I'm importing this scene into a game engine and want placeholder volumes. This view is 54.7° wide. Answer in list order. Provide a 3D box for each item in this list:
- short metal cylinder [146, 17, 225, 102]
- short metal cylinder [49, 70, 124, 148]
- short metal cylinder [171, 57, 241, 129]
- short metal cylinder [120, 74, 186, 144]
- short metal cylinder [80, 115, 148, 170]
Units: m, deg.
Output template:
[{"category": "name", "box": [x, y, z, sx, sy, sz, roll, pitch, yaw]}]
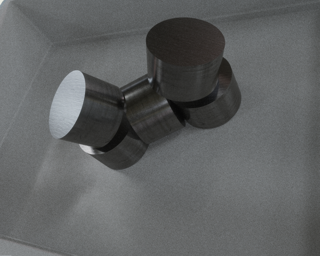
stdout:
[{"category": "short metal cylinder", "box": [0.026, -0.075, 0.335, 0.081, 0.050, 0.080, 0, 53, 0]}, {"category": "short metal cylinder", "box": [-0.087, -0.021, 0.361, 0.080, 0.050, 0.080, -20, 61, 42]}, {"category": "short metal cylinder", "box": [0.055, -0.046, 0.386, 0.080, 0.050, 0.080, -13, 56, 20]}, {"category": "short metal cylinder", "box": [-0.009, -0.027, 0.388, 0.050, 0.080, 0.080, -26, 53, 12]}, {"category": "short metal cylinder", "box": [-0.061, 0.009, 0.412, 0.080, 0.050, 0.080, -13, 56, 20]}]
